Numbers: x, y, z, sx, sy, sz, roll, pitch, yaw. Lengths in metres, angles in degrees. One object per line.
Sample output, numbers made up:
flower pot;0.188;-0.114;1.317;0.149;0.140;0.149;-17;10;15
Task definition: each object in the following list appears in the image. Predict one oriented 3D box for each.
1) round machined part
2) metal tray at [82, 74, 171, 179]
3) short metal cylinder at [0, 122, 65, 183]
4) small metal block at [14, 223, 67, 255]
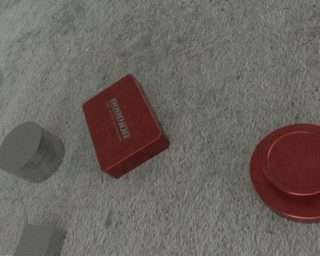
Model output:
round machined part;0.136;0.038;0.298;0.098;0.042;0.098;-13;56;21
metal tray;-0.051;-0.006;0.431;0.090;0.030;0.130;-32;52;7
short metal cylinder;-0.193;0.037;0.466;0.080;0.050;0.080;-13;56;21
small metal block;-0.152;0.151;0.391;0.050;0.025;0.050;-3;60;26
